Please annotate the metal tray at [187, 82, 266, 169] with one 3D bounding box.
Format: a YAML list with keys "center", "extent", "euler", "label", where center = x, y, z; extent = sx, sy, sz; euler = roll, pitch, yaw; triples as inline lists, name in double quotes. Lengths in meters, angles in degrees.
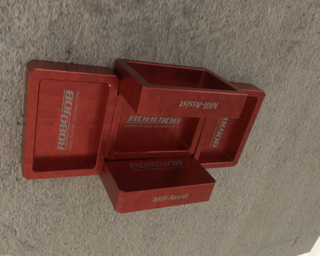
- center: [0.091, -0.002, 0.456]
  extent: [0.091, 0.030, 0.129]
  euler: [0, 118, -29]
  label: "metal tray"

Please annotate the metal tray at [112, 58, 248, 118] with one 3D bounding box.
- center: [0.021, -0.045, 0.352]
  extent: [0.131, 0.090, 0.030]
  euler: [0, 119, -29]
  label: "metal tray"

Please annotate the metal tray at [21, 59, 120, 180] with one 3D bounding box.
- center: [-0.102, -0.006, 0.346]
  extent: [0.091, 0.030, 0.129]
  euler: [0, 118, -29]
  label: "metal tray"

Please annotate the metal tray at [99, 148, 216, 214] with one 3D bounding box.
- center: [-0.006, 0.061, 0.400]
  extent: [0.131, 0.090, 0.030]
  euler: [0, 118, -29]
  label: "metal tray"

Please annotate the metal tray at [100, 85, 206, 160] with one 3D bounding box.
- center: [-0.006, -0.007, 0.399]
  extent: [0.131, 0.030, 0.089]
  euler: [1, 118, -29]
  label: "metal tray"
